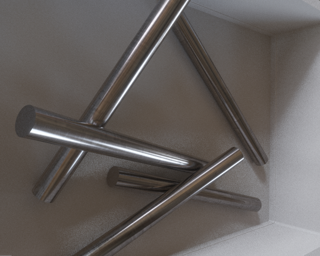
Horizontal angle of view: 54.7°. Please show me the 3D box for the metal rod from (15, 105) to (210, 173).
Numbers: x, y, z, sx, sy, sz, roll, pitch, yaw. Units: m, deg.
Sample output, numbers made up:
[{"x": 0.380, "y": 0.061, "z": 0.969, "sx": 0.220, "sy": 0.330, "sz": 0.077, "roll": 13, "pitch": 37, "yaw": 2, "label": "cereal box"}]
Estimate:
[{"x": -0.014, "y": 0.028, "z": 0.347, "sx": 0.301, "sy": 0.025, "sz": 0.025, "roll": 21, "pitch": 76, "yaw": -53, "label": "metal rod"}]

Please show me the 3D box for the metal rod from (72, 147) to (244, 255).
[{"x": -0.007, "y": 0.102, "z": 0.374, "sx": 0.302, "sy": 0.025, "sz": 0.025, "roll": -29, "pitch": 108, "yaw": -28, "label": "metal rod"}]

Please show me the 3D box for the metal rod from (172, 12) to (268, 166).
[{"x": 0.102, "y": -0.047, "z": 0.491, "sx": 0.025, "sy": 0.025, "sz": 0.300, "roll": -52, "pitch": 121, "yaw": -27, "label": "metal rod"}]

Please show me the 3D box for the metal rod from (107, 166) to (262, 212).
[{"x": 0.057, "y": 0.096, "z": 0.454, "sx": 0.302, "sy": 0.025, "sz": 0.025, "roll": 20, "pitch": 78, "yaw": -38, "label": "metal rod"}]

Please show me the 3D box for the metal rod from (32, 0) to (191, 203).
[{"x": -0.032, "y": -0.056, "z": 0.304, "sx": 0.025, "sy": 0.025, "sz": 0.299, "roll": 33, "pitch": 93, "yaw": -36, "label": "metal rod"}]
